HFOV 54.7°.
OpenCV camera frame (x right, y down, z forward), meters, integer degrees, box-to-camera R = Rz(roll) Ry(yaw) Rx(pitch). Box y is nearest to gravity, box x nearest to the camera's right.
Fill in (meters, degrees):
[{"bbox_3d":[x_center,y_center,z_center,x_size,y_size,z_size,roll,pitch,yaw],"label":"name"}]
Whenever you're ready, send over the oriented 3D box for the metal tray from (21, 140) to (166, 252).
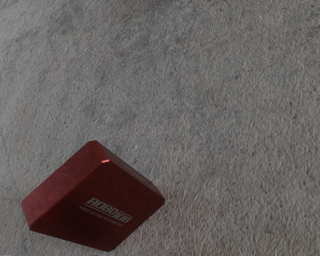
[{"bbox_3d":[-0.059,0.077,0.319,0.090,0.130,0.030,-42,51,-1],"label":"metal tray"}]
